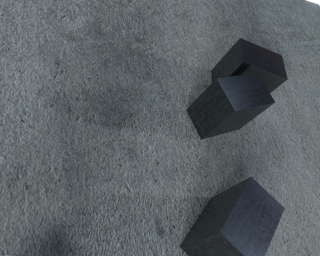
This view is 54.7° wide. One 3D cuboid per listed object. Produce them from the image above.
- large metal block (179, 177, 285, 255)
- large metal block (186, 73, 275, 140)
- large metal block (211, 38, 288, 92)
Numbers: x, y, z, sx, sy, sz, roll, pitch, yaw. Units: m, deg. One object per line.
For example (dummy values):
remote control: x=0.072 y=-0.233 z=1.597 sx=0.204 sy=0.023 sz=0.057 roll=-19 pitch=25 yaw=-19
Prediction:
large metal block: x=0.079 y=0.111 z=0.343 sx=0.050 sy=0.080 sz=0.080 roll=44 pitch=51 yaw=2
large metal block: x=0.098 y=-0.031 z=0.440 sx=0.081 sy=0.080 sz=0.050 roll=-13 pitch=69 yaw=-33
large metal block: x=0.139 y=-0.085 z=0.495 sx=0.081 sy=0.080 sz=0.050 roll=16 pitch=56 yaw=-20
